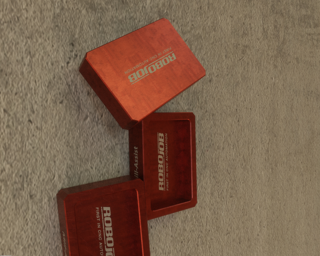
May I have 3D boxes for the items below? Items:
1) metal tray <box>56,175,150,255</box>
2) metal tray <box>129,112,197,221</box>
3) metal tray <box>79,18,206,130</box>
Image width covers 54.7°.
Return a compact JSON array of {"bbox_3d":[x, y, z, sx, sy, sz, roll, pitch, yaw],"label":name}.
[{"bbox_3d":[-0.059,0.125,0.344,0.091,0.030,0.129,-7,95,-32],"label":"metal tray"},{"bbox_3d":[0.006,0.045,0.405,0.091,0.030,0.129,-3,92,-40],"label":"metal tray"},{"bbox_3d":[-0.016,-0.068,0.367,0.131,0.030,0.090,-37,91,-34],"label":"metal tray"}]
